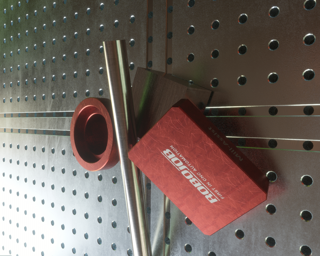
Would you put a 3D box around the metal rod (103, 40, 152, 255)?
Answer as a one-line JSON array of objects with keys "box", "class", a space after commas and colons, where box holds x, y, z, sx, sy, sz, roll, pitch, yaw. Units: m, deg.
[{"box": [-0.036, 0.046, 0.382, 0.025, 0.025, 0.298, 8, 111, 39], "class": "metal rod"}]

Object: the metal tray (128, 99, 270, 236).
[{"box": [0.040, 0.044, 0.336, 0.130, 0.030, 0.090, 45, 121, 2], "class": "metal tray"}]

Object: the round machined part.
[{"box": [-0.077, 0.008, 0.422, 0.098, 0.042, 0.097, 1, 91, 43], "class": "round machined part"}]

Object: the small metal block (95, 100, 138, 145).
[{"box": [-0.065, -0.007, 0.459, 0.050, 0.025, 0.050, -28, 73, 36], "class": "small metal block"}]

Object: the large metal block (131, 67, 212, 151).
[{"box": [0.005, -0.023, 0.384, 0.080, 0.050, 0.079, 29, 108, 36], "class": "large metal block"}]
